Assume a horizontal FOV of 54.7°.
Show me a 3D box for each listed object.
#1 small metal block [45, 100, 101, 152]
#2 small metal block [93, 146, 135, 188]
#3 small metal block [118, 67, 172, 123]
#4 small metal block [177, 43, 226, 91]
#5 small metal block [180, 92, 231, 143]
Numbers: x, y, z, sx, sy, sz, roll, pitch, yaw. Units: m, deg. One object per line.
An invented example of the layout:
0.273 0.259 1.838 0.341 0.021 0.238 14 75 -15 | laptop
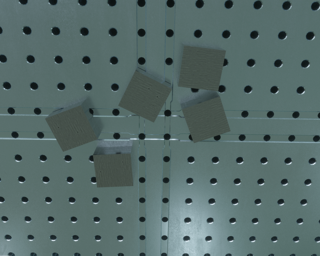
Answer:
-0.114 -0.003 0.411 0.050 0.025 0.050 -20 109 7 | small metal block
-0.063 0.054 0.433 0.050 0.025 0.050 -2 110 0 | small metal block
-0.019 -0.043 0.398 0.050 0.025 0.050 26 108 -10 | small metal block
0.050 -0.076 0.386 0.050 0.025 0.050 6 110 -3 | small metal block
0.060 -0.014 0.409 0.050 0.025 0.050 -19 109 6 | small metal block
